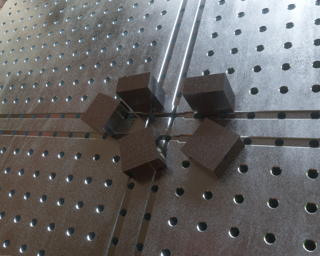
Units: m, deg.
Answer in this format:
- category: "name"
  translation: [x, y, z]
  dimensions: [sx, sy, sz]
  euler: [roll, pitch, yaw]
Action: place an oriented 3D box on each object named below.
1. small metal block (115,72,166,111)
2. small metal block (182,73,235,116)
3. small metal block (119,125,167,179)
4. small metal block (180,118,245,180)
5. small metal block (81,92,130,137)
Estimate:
- category: "small metal block"
  translation: [-0.026, -0.050, 0.438]
  dimensions: [0.050, 0.050, 0.025]
  euler: [-6, 59, 25]
- category: "small metal block"
  translation: [0.062, -0.040, 0.385]
  dimensions: [0.050, 0.050, 0.025]
  euler: [-4, 60, 26]
- category: "small metal block"
  translation: [-0.023, 0.031, 0.402]
  dimensions: [0.050, 0.025, 0.050]
  euler: [-23, 53, 14]
- category: "small metal block"
  translation: [0.061, 0.023, 0.363]
  dimensions: [0.050, 0.025, 0.050]
  euler: [33, 80, 38]
- category: "small metal block"
  translation: [-0.082, -0.021, 0.466]
  dimensions: [0.050, 0.025, 0.050]
  euler: [21, 73, 36]
